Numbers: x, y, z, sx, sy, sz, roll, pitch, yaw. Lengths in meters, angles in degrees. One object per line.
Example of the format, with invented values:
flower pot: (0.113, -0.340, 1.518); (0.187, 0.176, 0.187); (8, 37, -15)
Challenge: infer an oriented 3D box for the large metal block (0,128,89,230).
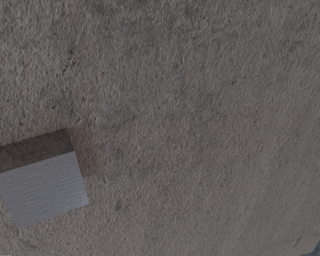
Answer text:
large metal block: (-0.134, 0.056, 0.352); (0.081, 0.050, 0.079); (-17, 126, -19)
